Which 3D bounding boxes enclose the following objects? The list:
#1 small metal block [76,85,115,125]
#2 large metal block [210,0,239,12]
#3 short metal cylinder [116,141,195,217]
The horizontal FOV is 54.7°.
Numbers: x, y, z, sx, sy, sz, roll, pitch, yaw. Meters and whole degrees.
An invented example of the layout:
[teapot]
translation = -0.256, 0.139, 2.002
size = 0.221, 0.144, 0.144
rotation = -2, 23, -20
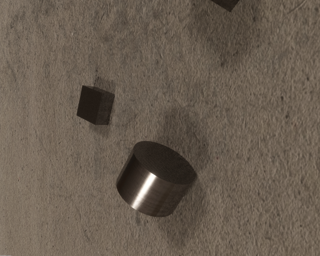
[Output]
[small metal block]
translation = -0.102, -0.036, 0.486
size = 0.050, 0.025, 0.050
rotation = 23, 105, 37
[large metal block]
translation = 0.048, -0.178, 0.329
size = 0.050, 0.081, 0.080
rotation = -51, 61, 28
[short metal cylinder]
translation = -0.005, 0.059, 0.372
size = 0.080, 0.081, 0.050
rotation = 42, 116, 31
